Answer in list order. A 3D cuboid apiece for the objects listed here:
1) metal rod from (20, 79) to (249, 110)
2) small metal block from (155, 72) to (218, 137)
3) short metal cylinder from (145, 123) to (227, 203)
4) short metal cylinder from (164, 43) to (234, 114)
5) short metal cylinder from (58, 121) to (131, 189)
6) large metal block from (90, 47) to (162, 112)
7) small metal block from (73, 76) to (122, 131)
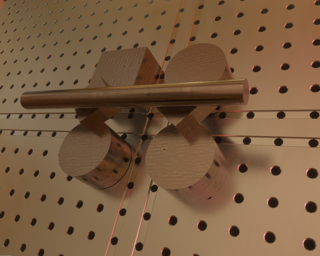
[{"bbox_3d":[-0.052,-0.036,0.361,0.300,0.025,0.025,1,62,28],"label":"metal rod"},{"bbox_3d":[0.027,-0.027,0.347,0.050,0.025,0.050,-42,51,-1],"label":"small metal block"},{"bbox_3d":[0.031,0.039,0.352,0.080,0.050,0.080,-13,56,21],"label":"short metal cylinder"},{"bbox_3d":[0.053,-0.063,0.403,0.080,0.050,0.080,-13,56,21],"label":"short metal cylinder"},{"bbox_3d":[-0.087,0.035,0.415,0.080,0.050,0.080,-13,56,21],"label":"short metal cylinder"},{"bbox_3d":[-0.053,-0.070,0.463,0.080,0.050,0.080,1,62,29],"label":"large metal block"},{"bbox_3d":[-0.084,-0.032,0.409,0.050,0.025,0.050,-34,51,5],"label":"small metal block"}]
